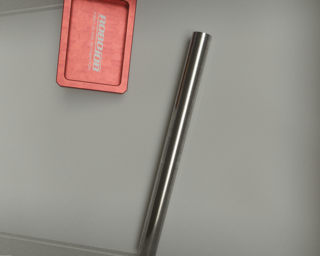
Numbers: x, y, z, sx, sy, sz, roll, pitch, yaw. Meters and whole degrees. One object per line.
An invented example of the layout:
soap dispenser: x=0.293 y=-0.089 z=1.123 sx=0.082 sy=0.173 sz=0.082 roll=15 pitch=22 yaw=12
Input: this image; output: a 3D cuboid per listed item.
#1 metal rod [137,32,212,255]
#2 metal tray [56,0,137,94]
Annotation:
metal rod: x=0.017 y=0.026 z=0.403 sx=0.025 sy=0.025 sz=0.298 roll=16 pitch=95 yaw=19
metal tray: x=-0.084 y=-0.114 z=0.412 sx=0.091 sy=0.030 sz=0.129 roll=6 pitch=93 yaw=-13
